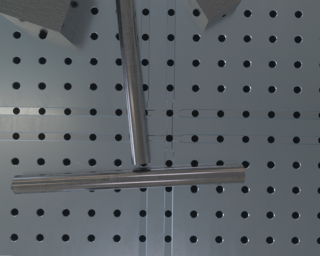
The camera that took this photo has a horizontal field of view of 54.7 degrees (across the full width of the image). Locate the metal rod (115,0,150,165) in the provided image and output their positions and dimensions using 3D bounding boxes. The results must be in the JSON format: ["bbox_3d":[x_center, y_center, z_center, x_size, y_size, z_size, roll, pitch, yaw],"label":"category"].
[{"bbox_3d":[-0.040,-0.101,0.412,0.025,0.025,0.298,-6,90,0],"label":"metal rod"}]

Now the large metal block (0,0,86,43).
[{"bbox_3d":[-0.146,-0.166,0.399,0.080,0.050,0.080,19,90,0],"label":"large metal block"}]

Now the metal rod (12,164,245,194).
[{"bbox_3d":[-0.040,0.068,0.412,0.302,0.025,0.025,-3,90,0],"label":"metal rod"}]

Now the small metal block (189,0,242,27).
[{"bbox_3d":[0.071,-0.173,0.414,0.050,0.025,0.050,-32,90,0],"label":"small metal block"}]
